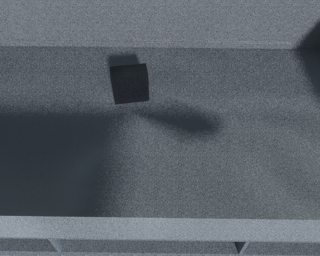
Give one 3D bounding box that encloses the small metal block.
[{"bbox_3d":[-0.042,-0.062,0.441,0.050,0.050,0.025,-7,51,-6],"label":"small metal block"}]
